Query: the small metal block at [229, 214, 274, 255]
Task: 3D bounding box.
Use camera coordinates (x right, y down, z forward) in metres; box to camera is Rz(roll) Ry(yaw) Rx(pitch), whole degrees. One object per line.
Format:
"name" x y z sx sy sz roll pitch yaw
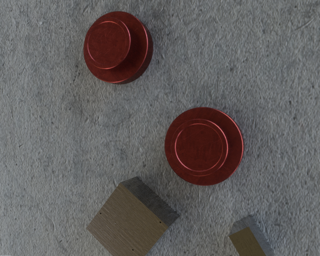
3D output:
"small metal block" 0.107 0.134 0.358 0.025 0.050 0.050 -33 80 17

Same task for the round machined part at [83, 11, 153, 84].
"round machined part" -0.062 -0.111 0.421 0.098 0.042 0.097 0 90 19

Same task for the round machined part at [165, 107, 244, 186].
"round machined part" 0.052 0.023 0.381 0.098 0.042 0.097 0 90 19

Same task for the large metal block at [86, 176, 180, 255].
"large metal block" -0.035 0.124 0.407 0.080 0.050 0.080 40 102 15
